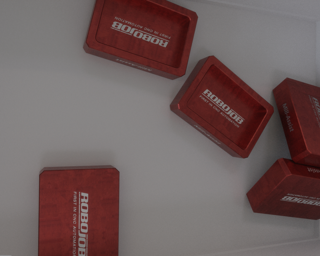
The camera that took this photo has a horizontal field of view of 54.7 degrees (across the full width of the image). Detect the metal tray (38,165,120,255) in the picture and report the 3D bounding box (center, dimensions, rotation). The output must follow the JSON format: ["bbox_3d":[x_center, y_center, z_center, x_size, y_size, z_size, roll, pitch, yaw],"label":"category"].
[{"bbox_3d":[-0.097,0.112,0.372,0.091,0.030,0.129,1,90,-20],"label":"metal tray"}]

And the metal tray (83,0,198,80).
[{"bbox_3d":[-0.023,-0.124,0.398,0.131,0.030,0.090,14,85,-20],"label":"metal tray"}]

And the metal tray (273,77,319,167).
[{"bbox_3d":[0.225,-0.007,0.457,0.091,0.030,0.130,11,55,-19],"label":"metal tray"}]

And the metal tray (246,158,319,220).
[{"bbox_3d":[0.207,0.093,0.455,0.131,0.030,0.089,12,129,-20],"label":"metal tray"}]

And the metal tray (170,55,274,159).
[{"bbox_3d":[0.090,-0.028,0.440,0.130,0.030,0.090,36,78,-17],"label":"metal tray"}]
